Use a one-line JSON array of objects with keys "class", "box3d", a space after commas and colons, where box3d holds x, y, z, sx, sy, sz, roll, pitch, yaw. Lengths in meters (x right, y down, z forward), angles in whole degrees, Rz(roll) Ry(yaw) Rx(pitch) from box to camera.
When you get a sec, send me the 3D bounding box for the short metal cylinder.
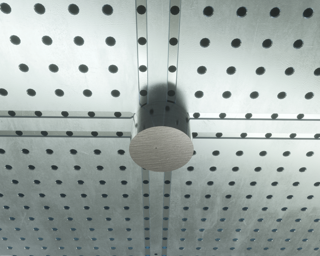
[{"class": "short metal cylinder", "box3d": [0.002, 0.012, 0.405, 0.080, 0.050, 0.080, 0, 130, 0]}]
